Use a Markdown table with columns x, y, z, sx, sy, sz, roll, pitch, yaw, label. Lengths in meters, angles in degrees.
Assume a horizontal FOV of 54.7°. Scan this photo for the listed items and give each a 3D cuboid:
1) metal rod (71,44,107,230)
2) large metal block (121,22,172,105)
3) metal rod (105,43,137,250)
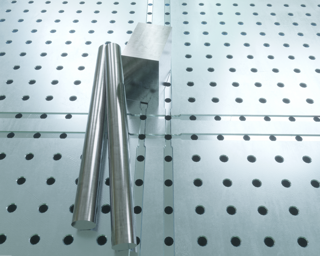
| x | y | z | sx | sy | sz | roll | pitch | yaw | label |
| --- | --- | --- | --- | --- | --- | --- | --- | --- | --- |
| -0.084 | -0.014 | 0.418 | 0.025 | 0.025 | 0.300 | -1 | 50 | -2 | metal rod |
| -0.016 | -0.094 | 0.450 | 0.050 | 0.080 | 0.080 | 11 | 51 | 8 | large metal block |
| -0.054 | -0.002 | 0.395 | 0.025 | 0.025 | 0.299 | -5 | 54 | -5 | metal rod |
